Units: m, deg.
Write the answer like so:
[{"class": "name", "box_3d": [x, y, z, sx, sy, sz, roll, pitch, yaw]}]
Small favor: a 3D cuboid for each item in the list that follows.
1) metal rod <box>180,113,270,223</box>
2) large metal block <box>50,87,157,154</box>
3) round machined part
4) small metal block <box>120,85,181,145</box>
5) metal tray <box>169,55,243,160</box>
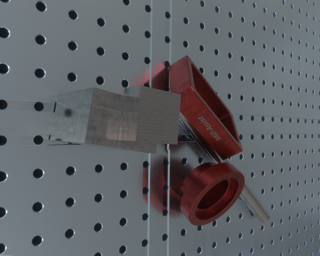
[{"class": "metal rod", "box_3d": [0.106, 0.063, 0.498, 0.300, 0.025, 0.025, 50, 61, -29]}, {"class": "large metal block", "box_3d": [-0.057, -0.005, 0.326, 0.081, 0.080, 0.050, 13, 82, -39]}, {"class": "round machined part", "box_3d": [0.068, 0.087, 0.438, 0.099, 0.042, 0.097, -22, 133, -24]}, {"class": "small metal block", "box_3d": [-0.008, -0.011, 0.298, 0.050, 0.025, 0.050, 7, 85, -40]}, {"class": "metal tray", "box_3d": [0.063, -0.027, 0.428, 0.130, 0.030, 0.090, 46, 26, -30]}]
